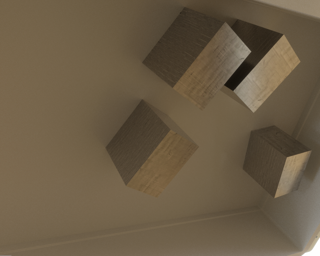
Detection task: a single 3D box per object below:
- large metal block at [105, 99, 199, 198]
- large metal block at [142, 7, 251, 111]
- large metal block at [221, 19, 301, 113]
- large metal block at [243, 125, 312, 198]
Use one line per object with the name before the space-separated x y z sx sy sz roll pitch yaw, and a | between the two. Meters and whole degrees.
large metal block | -0.013 0.024 0.381 0.050 0.080 0.080 31 101 -38
large metal block | 0.037 -0.079 0.345 0.050 0.080 0.080 32 100 -38
large metal block | 0.106 -0.078 0.382 0.080 0.080 0.050 -49 129 6
large metal block | 0.188 0.053 0.508 0.050 0.080 0.079 -11 123 -22
